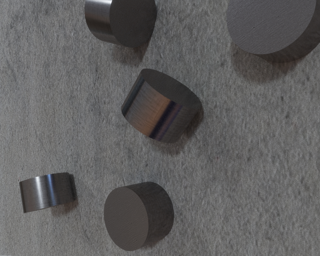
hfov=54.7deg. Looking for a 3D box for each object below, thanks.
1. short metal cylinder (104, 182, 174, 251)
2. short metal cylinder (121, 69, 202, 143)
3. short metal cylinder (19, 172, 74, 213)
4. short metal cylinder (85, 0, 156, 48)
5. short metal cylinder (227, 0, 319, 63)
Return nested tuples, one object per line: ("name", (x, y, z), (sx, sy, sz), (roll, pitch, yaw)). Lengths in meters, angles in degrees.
("short metal cylinder", (-0.028, 0.114, 0.410), (0.080, 0.050, 0.079), (0, 90, 39))
("short metal cylinder", (0.002, -0.027, 0.366), (0.080, 0.081, 0.050), (47, 118, 29))
("short metal cylinder", (-0.191, 0.109, 0.523), (0.080, 0.081, 0.050), (-22, 76, 37))
("short metal cylinder", (-0.051, -0.151, 0.409), (0.050, 0.081, 0.079), (24, 105, 37))
("short metal cylinder", (0.112, -0.106, 0.296), (0.080, 0.050, 0.079), (0, 90, 39))
